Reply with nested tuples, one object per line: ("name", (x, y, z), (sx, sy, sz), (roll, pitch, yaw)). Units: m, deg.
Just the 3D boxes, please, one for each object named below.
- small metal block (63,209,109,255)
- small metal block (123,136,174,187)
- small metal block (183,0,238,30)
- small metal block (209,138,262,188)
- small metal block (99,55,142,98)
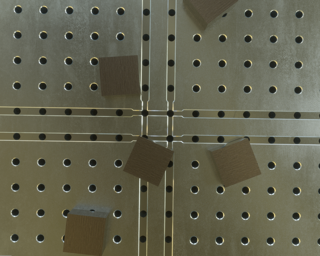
("small metal block", (-0.098, 0.138, 0.413), (0.050, 0.025, 0.050), (7, 90, 0))
("small metal block", (-0.015, 0.043, 0.413), (0.050, 0.025, 0.050), (24, 90, 0))
("small metal block", (0.066, -0.170, 0.414), (0.050, 0.025, 0.050), (-38, 90, 0))
("small metal block", (0.099, 0.045, 0.414), (0.050, 0.025, 0.050), (-21, 90, 0))
("small metal block", (-0.052, -0.068, 0.413), (0.050, 0.025, 0.050), (-4, 90, 0))
